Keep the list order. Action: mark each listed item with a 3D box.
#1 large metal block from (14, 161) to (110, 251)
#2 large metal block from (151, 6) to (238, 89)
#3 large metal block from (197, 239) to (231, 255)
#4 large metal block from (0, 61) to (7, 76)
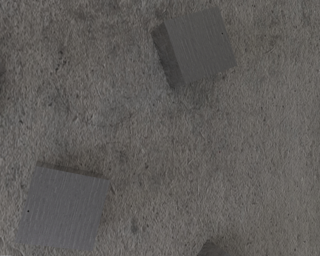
[{"bbox_3d":[-0.111,0.088,0.355,0.081,0.050,0.080,15,85,-20],"label":"large metal block"},{"bbox_3d":[0.045,-0.105,0.412,0.081,0.050,0.080,-22,98,-19],"label":"large metal block"},{"bbox_3d":[0.084,0.217,0.427,0.080,0.050,0.080,39,78,-16],"label":"large metal block"},{"bbox_3d":[-0.221,-0.063,0.314,0.080,0.050,0.080,43,76,-15],"label":"large metal block"}]
